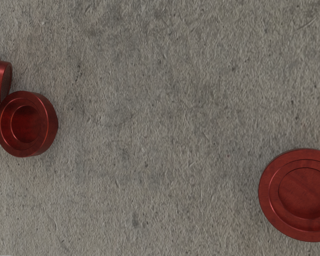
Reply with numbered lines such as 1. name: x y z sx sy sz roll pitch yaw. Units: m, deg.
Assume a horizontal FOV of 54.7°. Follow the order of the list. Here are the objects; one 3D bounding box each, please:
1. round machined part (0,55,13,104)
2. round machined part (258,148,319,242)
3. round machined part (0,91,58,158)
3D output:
1. round machined part: -0.256 -0.071 0.471 0.042 0.098 0.097 11 95 -16
2. round machined part: 0.161 0.070 0.343 0.098 0.042 0.097 0 90 20
3. round machined part: -0.195 -0.006 0.469 0.098 0.042 0.097 0 90 20
